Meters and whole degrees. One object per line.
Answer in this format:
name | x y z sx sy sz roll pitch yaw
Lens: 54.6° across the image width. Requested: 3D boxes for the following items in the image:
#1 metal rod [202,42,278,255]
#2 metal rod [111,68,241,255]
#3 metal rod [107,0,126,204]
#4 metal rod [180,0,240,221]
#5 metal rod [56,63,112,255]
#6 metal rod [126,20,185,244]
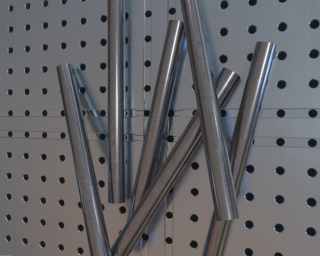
metal rod | 0.093 0.046 0.379 0.025 0.025 0.298 15 95 19
metal rod | 0.010 0.059 0.392 0.025 0.025 0.299 33 94 17
metal rod | -0.061 -0.046 0.434 0.025 0.025 0.298 0 90 20
metal rod | 0.053 -0.047 0.365 0.025 0.025 0.299 -13 75 19
metal rod | -0.104 0.047 0.419 0.025 0.025 0.299 -22 71 19
metal rod | -0.007 0.009 0.415 0.025 0.025 0.298 14 95 19
